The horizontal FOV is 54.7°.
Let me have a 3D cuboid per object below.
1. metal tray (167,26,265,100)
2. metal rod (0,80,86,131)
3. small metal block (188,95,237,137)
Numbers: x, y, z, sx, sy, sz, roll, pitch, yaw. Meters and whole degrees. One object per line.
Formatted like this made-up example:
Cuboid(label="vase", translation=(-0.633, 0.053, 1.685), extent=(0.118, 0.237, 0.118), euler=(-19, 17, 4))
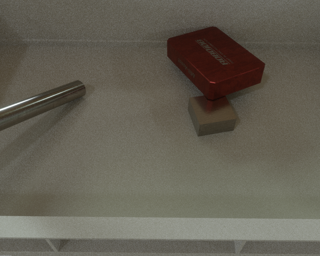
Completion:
Cuboid(label="metal tray", translation=(0.079, -0.102, 0.463), extent=(0.091, 0.030, 0.130), euler=(-20, 48, -18))
Cuboid(label="metal rod", translation=(-0.200, 0.000, 0.342), extent=(0.025, 0.025, 0.302), euler=(29, 37, 21))
Cuboid(label="small metal block", translation=(0.070, -0.019, 0.422), extent=(0.050, 0.025, 0.050), euler=(-9, 51, -8))
